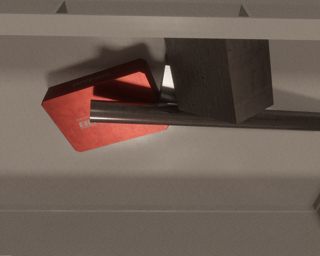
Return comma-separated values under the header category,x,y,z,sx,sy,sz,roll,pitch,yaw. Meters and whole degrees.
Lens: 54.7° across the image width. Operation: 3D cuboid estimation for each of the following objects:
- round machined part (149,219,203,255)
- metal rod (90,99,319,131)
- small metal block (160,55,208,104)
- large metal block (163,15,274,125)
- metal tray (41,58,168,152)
category,x,y,z,sx,sy,sz,roll,pitch,yaw
round machined part,0.029,0.208,0.578,0.099,0.042,0.097,-1,130,0
metal rod,0.071,-0.013,0.372,0.302,0.025,0.025,2,131,-13
small metal block,0.028,-0.055,0.363,0.050,0.025,0.050,5,130,-5
large metal block,0.054,-0.056,0.292,0.050,0.080,0.079,-25,115,-28
metal tray,-0.064,-0.024,0.385,0.130,0.030,0.090,-15,129,12
